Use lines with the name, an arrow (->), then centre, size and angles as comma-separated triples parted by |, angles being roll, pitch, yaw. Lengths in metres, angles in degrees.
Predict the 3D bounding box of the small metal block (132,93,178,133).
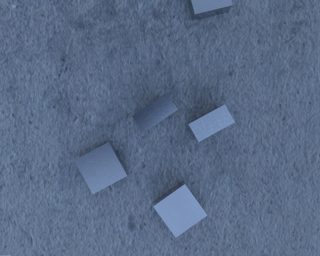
small metal block -> -0.006, -0.018, 0.397 | 0.050, 0.050, 0.025 | -35, 90, 0

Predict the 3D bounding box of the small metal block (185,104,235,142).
small metal block -> 0.062, -0.006, 0.398 | 0.050, 0.050, 0.025 | -29, 90, 0

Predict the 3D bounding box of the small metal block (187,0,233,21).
small metal block -> 0.063, -0.176, 0.411 | 0.050, 0.025, 0.050 | -14, 90, -1

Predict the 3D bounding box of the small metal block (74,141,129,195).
small metal block -> -0.076, 0.051, 0.409 | 0.050, 0.025, 0.050 | -29, 90, -1

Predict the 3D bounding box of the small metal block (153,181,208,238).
small metal block -> 0.026, 0.107, 0.410 | 0.050, 0.025, 0.050 | -35, 90, 0
